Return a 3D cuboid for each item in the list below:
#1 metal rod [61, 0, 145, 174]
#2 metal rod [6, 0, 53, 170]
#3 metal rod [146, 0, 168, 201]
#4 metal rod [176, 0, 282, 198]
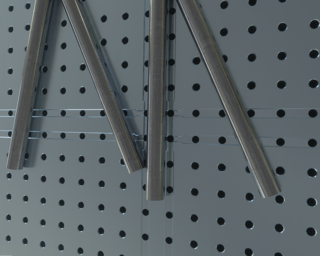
[{"bbox_3d":[-0.088,-0.079,0.444,0.025,0.025,0.299,-25,82,18],"label":"metal rod"},{"bbox_3d":[-0.202,-0.082,0.484,0.025,0.025,0.298,13,94,19],"label":"metal rod"},{"bbox_3d":[-0.004,-0.055,0.414,0.025,0.025,0.298,1,90,20],"label":"metal rod"},{"bbox_3d":[0.077,-0.060,0.385,0.025,0.025,0.299,-24,82,18],"label":"metal rod"}]
